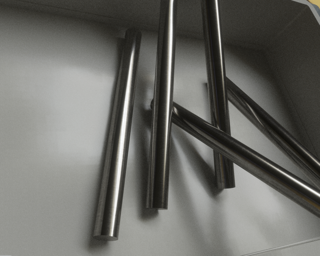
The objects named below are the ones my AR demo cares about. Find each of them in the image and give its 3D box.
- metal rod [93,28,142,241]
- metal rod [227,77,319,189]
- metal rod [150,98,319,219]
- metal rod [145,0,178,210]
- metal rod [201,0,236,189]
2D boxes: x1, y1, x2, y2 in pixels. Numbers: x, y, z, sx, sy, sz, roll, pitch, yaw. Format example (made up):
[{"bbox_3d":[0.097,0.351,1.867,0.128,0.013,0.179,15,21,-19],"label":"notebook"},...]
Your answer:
[{"bbox_3d":[-0.047,-0.016,0.389,0.025,0.025,0.300,16,55,-19],"label":"metal rod"},{"bbox_3d":[0.152,0.007,0.407,0.025,0.025,0.300,-3,39,-30],"label":"metal rod"},{"bbox_3d":[0.103,0.037,0.354,0.300,0.025,0.025,34,45,30],"label":"metal rod"},{"bbox_3d":[0.005,-0.049,0.399,0.025,0.025,0.299,12,69,-22],"label":"metal rod"},{"bbox_3d":[0.075,-0.071,0.415,0.025,0.025,0.298,-2,86,-29],"label":"metal rod"}]
